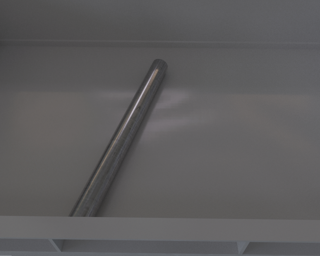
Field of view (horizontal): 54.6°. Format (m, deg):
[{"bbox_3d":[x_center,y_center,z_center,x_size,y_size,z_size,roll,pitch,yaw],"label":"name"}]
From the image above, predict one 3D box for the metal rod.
[{"bbox_3d":[-0.047,0.011,0.395,0.025,0.025,0.301,14,51,12],"label":"metal rod"}]
